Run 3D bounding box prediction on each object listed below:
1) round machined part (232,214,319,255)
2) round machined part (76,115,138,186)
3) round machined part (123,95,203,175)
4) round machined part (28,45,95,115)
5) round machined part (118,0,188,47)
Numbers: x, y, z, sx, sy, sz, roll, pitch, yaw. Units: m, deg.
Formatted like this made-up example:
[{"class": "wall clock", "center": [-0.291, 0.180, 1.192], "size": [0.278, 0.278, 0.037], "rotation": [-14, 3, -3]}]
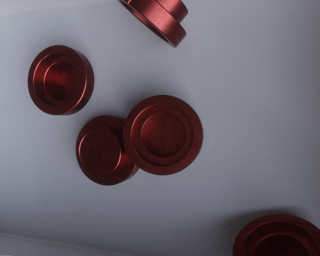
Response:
[{"class": "round machined part", "center": [0.132, 0.145, 0.335], "size": [0.098, 0.098, 0.042], "rotation": [-11, 120, 19]}, {"class": "round machined part", "center": [-0.075, 0.031, 0.427], "size": [0.098, 0.042, 0.097], "rotation": [0, 90, 19]}, {"class": "round machined part", "center": [0.006, 0.009, 0.394], "size": [0.098, 0.042, 0.097], "rotation": [0, 88, 12]}, {"class": "round machined part", "center": [-0.137, -0.066, 0.448], "size": [0.098, 0.042, 0.097], "rotation": [0, 90, 19]}, {"class": "round machined part", "center": [-0.005, -0.145, 0.373], "size": [0.098, 0.098, 0.042], "rotation": [42, 99, 15]}]
